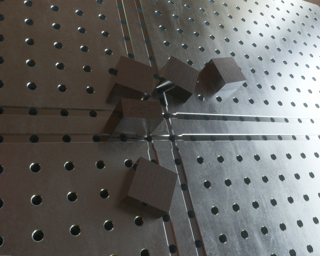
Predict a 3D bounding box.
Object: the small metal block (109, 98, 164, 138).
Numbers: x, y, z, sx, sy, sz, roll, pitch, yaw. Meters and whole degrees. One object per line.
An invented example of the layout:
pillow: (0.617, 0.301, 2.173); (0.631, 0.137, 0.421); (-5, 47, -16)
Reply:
small metal block: (-0.031, -0.011, 0.382); (0.050, 0.050, 0.025); (4, 60, -26)

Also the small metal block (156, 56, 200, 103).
small metal block: (0.027, -0.073, 0.467); (0.050, 0.025, 0.050); (28, 52, -11)

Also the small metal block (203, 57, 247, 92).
small metal block: (0.110, -0.091, 0.522); (0.050, 0.025, 0.050); (-13, 69, -34)

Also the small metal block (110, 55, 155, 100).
small metal block: (-0.037, -0.066, 0.428); (0.050, 0.025, 0.050); (18, 55, -18)

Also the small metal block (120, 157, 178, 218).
small metal block: (-0.012, 0.069, 0.359); (0.050, 0.025, 0.050); (27, 53, -12)
